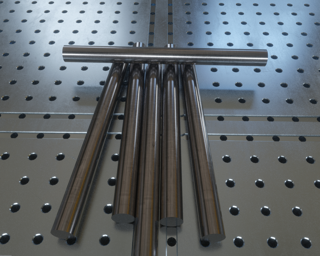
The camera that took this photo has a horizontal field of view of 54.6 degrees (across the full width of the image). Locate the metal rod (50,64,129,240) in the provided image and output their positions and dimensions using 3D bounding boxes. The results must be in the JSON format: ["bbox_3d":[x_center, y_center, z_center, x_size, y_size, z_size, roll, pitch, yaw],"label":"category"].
[{"bbox_3d":[-0.079,-0.005,0.410,0.025,0.025,0.300,6,50,5],"label":"metal rod"}]

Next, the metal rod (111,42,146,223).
[{"bbox_3d":[-0.037,-0.019,0.424,0.025,0.025,0.300,1,50,1],"label":"metal rod"}]

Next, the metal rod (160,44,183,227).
[{"bbox_3d":[0.015,-0.016,0.423,0.025,0.025,0.300,1,50,1],"label":"metal rod"}]

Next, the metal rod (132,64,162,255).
[{"bbox_3d":[-0.012,0.024,0.388,0.025,0.025,0.300,1,50,1],"label":"metal rod"}]

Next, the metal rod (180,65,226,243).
[{"bbox_3d":[0.048,-0.003,0.411,0.025,0.025,0.300,-2,50,-1],"label":"metal rod"}]

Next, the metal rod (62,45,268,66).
[{"bbox_3d":[0.007,-0.109,0.467,0.302,0.025,0.025,1,50,1],"label":"metal rod"}]
